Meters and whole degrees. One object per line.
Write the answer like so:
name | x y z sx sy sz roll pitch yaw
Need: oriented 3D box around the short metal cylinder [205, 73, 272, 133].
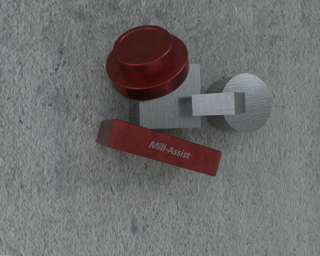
short metal cylinder | 0.108 -0.033 0.438 0.081 0.050 0.080 0 90 -20

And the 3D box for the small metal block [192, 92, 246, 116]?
small metal block | 0.072 -0.029 0.375 0.050 0.050 0.025 -10 98 -61

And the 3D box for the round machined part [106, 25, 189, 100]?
round machined part | -0.017 -0.083 0.365 0.098 0.098 0.042 -38 147 -16

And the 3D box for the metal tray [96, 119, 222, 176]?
metal tray | -0.004 0.023 0.374 0.131 0.090 0.030 18 85 -19

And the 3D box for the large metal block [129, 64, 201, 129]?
large metal block | 0.005 -0.040 0.400 0.081 0.050 0.080 -2 91 -20
